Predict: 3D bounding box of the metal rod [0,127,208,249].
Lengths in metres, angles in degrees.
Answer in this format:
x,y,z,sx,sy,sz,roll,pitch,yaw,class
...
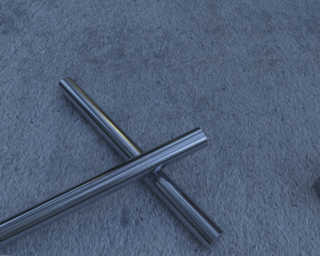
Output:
x,y,z,sx,sy,sz,roll,pitch,yaw,class
-0.086,0.072,0.320,0.302,0.025,0.025,-25,54,-12,metal rod

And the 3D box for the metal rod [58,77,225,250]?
x,y,z,sx,sy,sz,roll,pitch,yaw,class
-0.041,0.024,0.382,0.025,0.025,0.300,-33,58,-25,metal rod

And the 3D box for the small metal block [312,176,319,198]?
x,y,z,sx,sy,sz,roll,pitch,yaw,class
0.207,0.058,0.341,0.050,0.050,0.025,-7,51,-7,small metal block
